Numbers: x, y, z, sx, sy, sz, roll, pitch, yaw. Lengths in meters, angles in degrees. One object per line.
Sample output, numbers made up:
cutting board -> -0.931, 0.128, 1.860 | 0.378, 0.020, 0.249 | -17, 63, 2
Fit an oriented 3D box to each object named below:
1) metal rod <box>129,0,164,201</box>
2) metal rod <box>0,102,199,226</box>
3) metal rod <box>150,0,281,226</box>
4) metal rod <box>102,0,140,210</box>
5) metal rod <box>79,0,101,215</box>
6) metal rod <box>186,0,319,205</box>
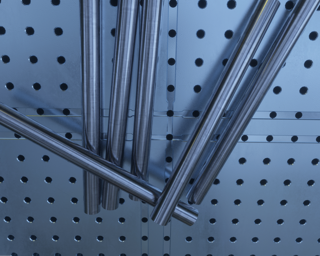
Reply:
metal rod -> -0.019, -0.040, 0.398 | 0.025, 0.025, 0.298 | 5, 110, -2
metal rod -> -0.081, 0.050, 0.403 | 0.301, 0.025, 0.025 | 31, 107, -11
metal rod -> 0.063, -0.015, 0.379 | 0.025, 0.025, 0.299 | 25, 97, -9
metal rod -> -0.053, -0.025, 0.403 | 0.025, 0.025, 0.298 | 7, 110, -3
metal rod -> -0.090, -0.019, 0.405 | 0.025, 0.025, 0.298 | 3, 110, -1
metal rod -> 0.112, -0.024, 0.405 | 0.025, 0.025, 0.298 | 24, 108, -9
